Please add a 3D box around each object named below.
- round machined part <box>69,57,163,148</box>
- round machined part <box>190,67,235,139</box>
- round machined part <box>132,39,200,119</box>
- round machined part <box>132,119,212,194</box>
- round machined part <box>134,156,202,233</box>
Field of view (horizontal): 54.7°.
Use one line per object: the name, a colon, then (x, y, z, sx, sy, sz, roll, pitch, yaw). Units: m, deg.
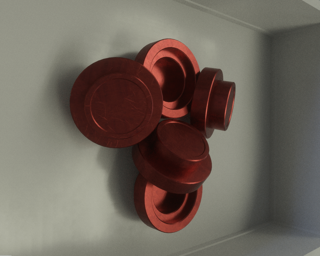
round machined part: (-0.045, -0.025, 0.328, 0.099, 0.042, 0.097, -3, 102, -12)
round machined part: (0.077, -0.033, 0.428, 0.098, 0.042, 0.097, 10, 91, -71)
round machined part: (0.004, -0.060, 0.395, 0.099, 0.042, 0.097, 0, 90, -40)
round machined part: (0.020, 0.027, 0.372, 0.099, 0.098, 0.042, -9, 140, -40)
round machined part: (0.006, 0.080, 0.398, 0.099, 0.042, 0.097, 0, 90, -40)
